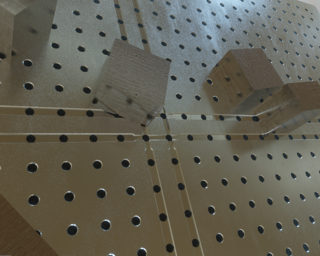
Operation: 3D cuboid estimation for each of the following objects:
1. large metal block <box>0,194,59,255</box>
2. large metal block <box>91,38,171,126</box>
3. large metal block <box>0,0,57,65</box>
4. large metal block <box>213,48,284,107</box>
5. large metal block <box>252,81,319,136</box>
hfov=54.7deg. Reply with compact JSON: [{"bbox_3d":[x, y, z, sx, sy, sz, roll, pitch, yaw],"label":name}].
[{"bbox_3d":[-0.140,0.112,0.248,0.080,0.050,0.080,46,51,3],"label":"large metal block"},{"bbox_3d":[-0.037,-0.060,0.410,0.080,0.050,0.080,20,54,-17],"label":"large metal block"},{"bbox_3d":[-0.169,-0.136,0.365,0.050,0.080,0.080,34,51,-6],"label":"large metal block"},{"bbox_3d":[0.151,-0.088,0.530,0.081,0.050,0.080,-12,68,-33],"label":"large metal block"},{"bbox_3d":[0.218,-0.032,0.513,0.081,0.080,0.050,-8,66,-32],"label":"large metal block"}]
